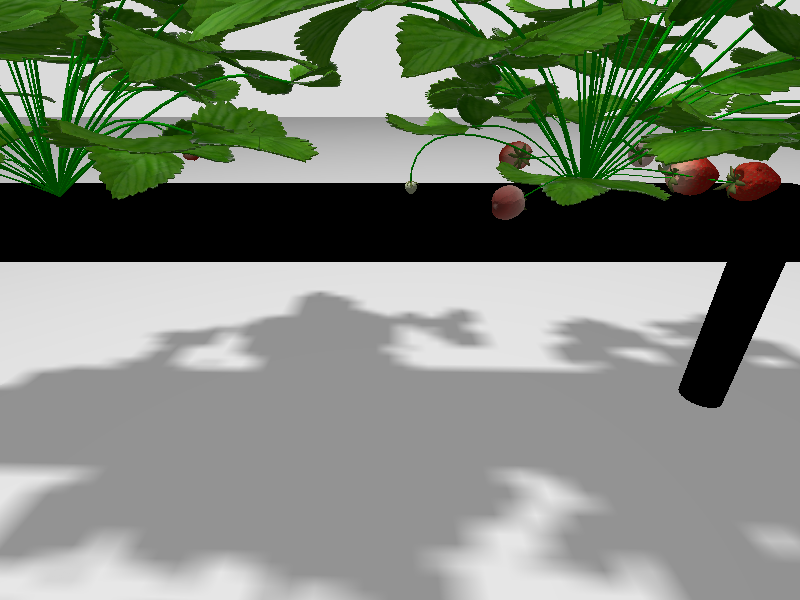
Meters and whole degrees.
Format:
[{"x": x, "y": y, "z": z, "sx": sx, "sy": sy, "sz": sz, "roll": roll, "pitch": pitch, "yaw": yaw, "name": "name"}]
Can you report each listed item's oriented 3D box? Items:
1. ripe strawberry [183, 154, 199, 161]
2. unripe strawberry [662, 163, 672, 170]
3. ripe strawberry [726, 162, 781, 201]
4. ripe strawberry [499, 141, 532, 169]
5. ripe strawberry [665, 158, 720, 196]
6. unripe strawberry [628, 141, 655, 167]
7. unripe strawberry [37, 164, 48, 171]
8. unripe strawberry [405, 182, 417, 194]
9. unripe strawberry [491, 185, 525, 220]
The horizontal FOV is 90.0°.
[{"x": -0.287, "y": -0.201, "z": 0.551, "sx": 0.021, "sy": 0.018, "sz": 0.021, "roll": 1, "pitch": -9, "yaw": 2, "name": "ripe strawberry"}, {"x": 0.297, "y": -0.150, "z": 0.446, "sx": 0.011, "sy": 0.011, "sz": 0.010, "roll": -20, "pitch": 32, "yaw": -35, "name": "unripe strawberry"}, {"x": 0.283, "y": -0.094, "z": 0.319, "sx": 0.031, "sy": 0.030, "sz": 0.034, "roll": 5, "pitch": 27, "yaw": 9, "name": "ripe strawberry"}, {"x": 0.133, "y": -0.169, "z": 0.470, "sx": 0.037, "sy": 0.032, "sz": 0.037, "roll": -4, "pitch": 26, "yaw": -8, "name": "ripe strawberry"}, {"x": 0.248, "y": -0.105, "z": 0.338, "sx": 0.038, "sy": 0.032, "sz": 0.038, "roll": 0, "pitch": 26, "yaw": 0, "name": "ripe strawberry"}, {"x": 0.308, "y": -0.186, "z": 0.508, "sx": 0.032, "sy": 0.033, "sz": 0.034, "roll": 20, "pitch": 32, "yaw": 34, "name": "unripe strawberry"}, {"x": -0.394, "y": -0.146, "z": 0.443, "sx": 0.011, "sy": 0.010, "sz": 0.010, "roll": -21, "pitch": 33, "yaw": -37, "name": "unripe strawberry"}, {"x": 0.009, "y": -0.094, "z": 0.337, "sx": 0.010, "sy": 0.010, "sz": 0.009, "roll": -1, "pitch": 26, "yaw": -2, "name": "unripe strawberry"}, {"x": 0.072, "y": -0.065, "z": 0.272, "sx": 0.024, "sy": 0.023, "sz": 0.022, "roll": -23, "pitch": 34, "yaw": -37, "name": "unripe strawberry"}]
